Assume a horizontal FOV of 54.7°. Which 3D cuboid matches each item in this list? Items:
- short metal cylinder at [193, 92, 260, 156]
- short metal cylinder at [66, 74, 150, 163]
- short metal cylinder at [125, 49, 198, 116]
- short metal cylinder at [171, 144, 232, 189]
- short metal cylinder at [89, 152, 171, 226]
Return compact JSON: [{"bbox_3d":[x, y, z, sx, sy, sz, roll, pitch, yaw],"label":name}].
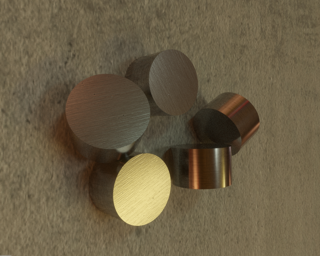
[{"bbox_3d":[0.096,-0.005,0.452,0.050,0.080,0.080,-38,114,-34],"label":"short metal cylinder"},{"bbox_3d":[-0.054,-0.009,0.321,0.081,0.050,0.080,5,68,-11],"label":"short metal cylinder"},{"bbox_3d":[0.002,-0.055,0.392,0.081,0.050,0.079,0,90,-40],"label":"short metal cylinder"},{"bbox_3d":[0.056,0.049,0.419,0.081,0.080,0.050,-3,92,-40],"label":"short metal cylinder"},{"bbox_3d":[-0.034,0.067,0.360,0.081,0.050,0.079,-2,93,-41],"label":"short metal cylinder"}]
